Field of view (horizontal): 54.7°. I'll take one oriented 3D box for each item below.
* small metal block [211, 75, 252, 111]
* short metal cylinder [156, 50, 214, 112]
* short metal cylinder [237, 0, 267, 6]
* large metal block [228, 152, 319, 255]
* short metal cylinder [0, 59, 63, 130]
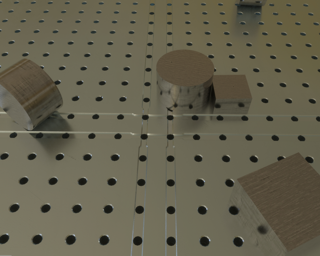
[{"bbox_3d":[0.102,-0.052,0.451,0.050,0.025,0.050,-1,50,-1],"label":"small metal block"},{"bbox_3d":[0.035,-0.069,0.450,0.080,0.050,0.080,0,50,0],"label":"short metal cylinder"},{"bbox_3d":[0.185,-0.285,0.612,0.050,0.080,0.080,5,50,4],"label":"short metal cylinder"},{"bbox_3d":[0.132,0.083,0.322,0.081,0.050,0.080,-19,53,-16],"label":"large metal block"},{"bbox_3d":[-0.176,-0.043,0.407,0.080,0.080,0.050,29,56,22],"label":"short metal cylinder"}]
